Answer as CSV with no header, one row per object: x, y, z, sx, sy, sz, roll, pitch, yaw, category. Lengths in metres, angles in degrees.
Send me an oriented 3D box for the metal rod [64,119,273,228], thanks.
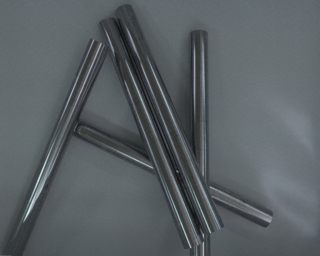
0.008,0.056,0.411,0.301,0.025,0.025,26,90,-1,metal rod

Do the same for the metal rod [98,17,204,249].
-0.015,-0.003,0.383,0.025,0.025,0.299,-22,79,0,metal rod

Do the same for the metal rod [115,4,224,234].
0.007,-0.020,0.381,0.025,0.025,0.299,-22,78,0,metal rod

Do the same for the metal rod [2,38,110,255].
-0.133,0.033,0.389,0.025,0.025,0.298,25,98,-1,metal rod

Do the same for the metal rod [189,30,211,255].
0.050,0.022,0.393,0.025,0.025,0.298,1,82,-1,metal rod
